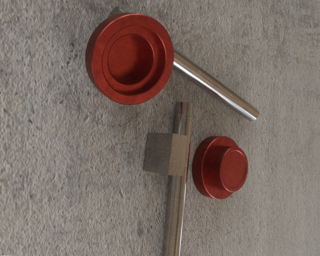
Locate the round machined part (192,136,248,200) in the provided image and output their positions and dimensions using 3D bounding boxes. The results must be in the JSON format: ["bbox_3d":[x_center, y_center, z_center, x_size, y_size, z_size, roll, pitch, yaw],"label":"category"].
[{"bbox_3d":[0.098,0.061,0.476,0.099,0.042,0.097,0,90,-40],"label":"round machined part"}]

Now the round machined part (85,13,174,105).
[{"bbox_3d":[-0.036,-0.079,0.349,0.099,0.042,0.097,-14,118,-28],"label":"round machined part"}]

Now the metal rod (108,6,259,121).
[{"bbox_3d":[0.053,-0.077,0.448,0.301,0.025,0.025,26,74,-37],"label":"metal rod"}]

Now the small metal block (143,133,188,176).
[{"bbox_3d":[0.006,0.033,0.393,0.025,0.050,0.050,11,83,-40],"label":"small metal block"}]

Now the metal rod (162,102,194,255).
[{"bbox_3d":[0.021,0.114,0.421,0.025,0.025,0.298,9,84,-40],"label":"metal rod"}]
